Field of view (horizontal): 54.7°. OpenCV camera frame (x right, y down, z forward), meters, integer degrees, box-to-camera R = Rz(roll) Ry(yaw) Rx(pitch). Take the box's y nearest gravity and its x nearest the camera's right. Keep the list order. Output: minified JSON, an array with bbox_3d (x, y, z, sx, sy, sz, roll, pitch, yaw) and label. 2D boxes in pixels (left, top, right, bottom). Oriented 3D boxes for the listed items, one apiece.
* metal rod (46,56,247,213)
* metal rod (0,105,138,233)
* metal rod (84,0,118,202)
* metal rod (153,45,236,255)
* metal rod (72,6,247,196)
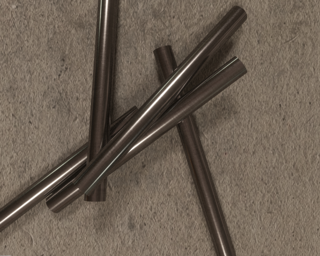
[{"bbox_3d":[-0.022,0.013,0.391,0.300,0.025,0.025,-37,91,7],"label":"metal rod"},{"bbox_3d":[-0.144,0.071,0.408,0.301,0.025,0.025,-38,90,-1],"label":"metal rod"},{"bbox_3d":[-0.071,-0.061,0.388,0.025,0.025,0.298,2,82,-1],"label":"metal rod"},{"bbox_3d":[0.047,0.038,0.410,0.025,0.025,0.298,-17,90,0],"label":"metal rod"},{"bbox_3d":[0.009,-0.043,0.376,0.025,0.025,0.300,41,76,0],"label":"metal rod"}]
